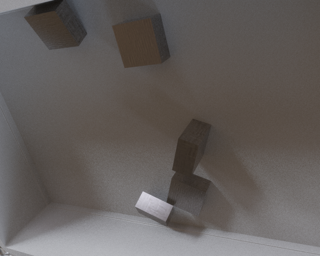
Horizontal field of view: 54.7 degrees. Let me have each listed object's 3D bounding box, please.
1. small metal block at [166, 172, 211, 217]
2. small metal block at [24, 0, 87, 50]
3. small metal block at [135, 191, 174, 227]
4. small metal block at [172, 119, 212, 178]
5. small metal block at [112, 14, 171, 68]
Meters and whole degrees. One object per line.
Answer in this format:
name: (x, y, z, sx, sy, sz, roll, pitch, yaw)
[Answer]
small metal block: (0.041, 0.092, 0.443, 0.050, 0.025, 0.050, 20, 126, 15)
small metal block: (-0.128, -0.127, 0.384, 0.050, 0.025, 0.050, 1, 143, 27)
small metal block: (-0.007, 0.125, 0.474, 0.050, 0.025, 0.050, 23, 157, 14)
small metal block: (0.040, 0.024, 0.386, 0.025, 0.050, 0.050, 20, 126, 16)
small metal block: (-0.021, -0.099, 0.357, 0.050, 0.025, 0.050, -1, 118, 28)
